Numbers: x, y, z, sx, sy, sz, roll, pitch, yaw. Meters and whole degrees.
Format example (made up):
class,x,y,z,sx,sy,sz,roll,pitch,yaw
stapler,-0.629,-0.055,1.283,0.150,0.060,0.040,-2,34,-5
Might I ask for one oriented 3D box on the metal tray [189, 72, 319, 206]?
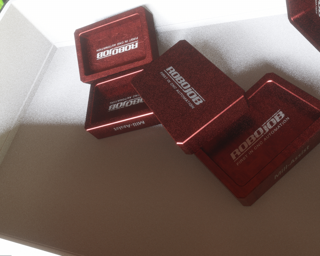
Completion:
class,x,y,z,sx,sy,sz,roll,pitch,yaw
metal tray,0.108,0.009,0.339,0.130,0.030,0.090,-42,51,-1

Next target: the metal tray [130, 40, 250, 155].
class,x,y,z,sx,sy,sz,roll,pitch,yaw
metal tray,0.031,-0.042,0.373,0.090,0.030,0.130,-38,51,2

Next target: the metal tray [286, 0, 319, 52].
class,x,y,z,sx,sy,sz,roll,pitch,yaw
metal tray,0.172,-0.149,0.339,0.030,0.130,0.090,-29,52,10

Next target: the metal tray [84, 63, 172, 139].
class,x,y,z,sx,sy,sz,roll,pitch,yaw
metal tray,-0.043,-0.041,0.450,0.130,0.030,0.090,-14,56,20

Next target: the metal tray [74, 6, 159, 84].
class,x,y,z,sx,sy,sz,roll,pitch,yaw
metal tray,-0.070,-0.127,0.492,0.130,0.030,0.090,-11,85,22
